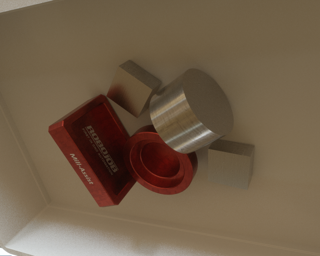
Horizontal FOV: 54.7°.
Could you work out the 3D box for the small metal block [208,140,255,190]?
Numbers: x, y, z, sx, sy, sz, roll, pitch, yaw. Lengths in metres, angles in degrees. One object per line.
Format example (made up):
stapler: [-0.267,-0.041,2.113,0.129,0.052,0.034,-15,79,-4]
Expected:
small metal block: [0.088,0.045,0.387,0.050,0.025,0.050,10,122,24]

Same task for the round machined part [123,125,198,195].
round machined part: [0.004,0.038,0.414,0.098,0.042,0.097,13,124,20]

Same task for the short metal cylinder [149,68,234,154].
short metal cylinder: [0.035,-0.018,0.340,0.050,0.080,0.080,-33,100,38]

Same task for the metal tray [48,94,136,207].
metal tray: [-0.079,0.030,0.422,0.030,0.090,0.130,-18,109,35]

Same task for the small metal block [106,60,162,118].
small metal block: [-0.034,-0.049,0.392,0.050,0.025,0.050,36,129,5]
